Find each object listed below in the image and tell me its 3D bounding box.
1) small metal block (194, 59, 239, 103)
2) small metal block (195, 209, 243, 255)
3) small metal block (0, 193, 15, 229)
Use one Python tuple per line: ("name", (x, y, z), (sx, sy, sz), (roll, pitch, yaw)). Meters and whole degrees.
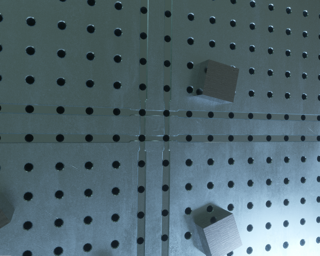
("small metal block", (0.081, -0.065, 0.444), (0.050, 0.025, 0.050), (12, 86, -20))
("small metal block", (0.085, 0.153, 0.446), (0.050, 0.025, 0.050), (-20, 97, -19))
("small metal block", (-0.188, 0.099, 0.330), (0.050, 0.050, 0.025), (-33, 101, -17))
